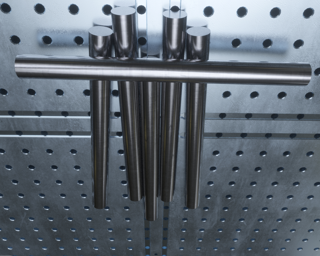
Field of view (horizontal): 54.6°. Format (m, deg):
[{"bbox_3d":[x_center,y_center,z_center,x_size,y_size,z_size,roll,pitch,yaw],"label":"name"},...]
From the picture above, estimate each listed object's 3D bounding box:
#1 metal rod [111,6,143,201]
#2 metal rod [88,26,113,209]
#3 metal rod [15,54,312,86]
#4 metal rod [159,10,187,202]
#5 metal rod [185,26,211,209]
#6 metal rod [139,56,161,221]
[{"bbox_3d":[-0.038,-0.004,0.408,0.025,0.025,0.298,0,130,0],"label":"metal rod"},{"bbox_3d":[-0.081,0.011,0.419,0.025,0.025,0.298,5,130,-5],"label":"metal rod"},{"bbox_3d":[0.005,-0.061,0.327,0.302,0.025,0.025,1,130,-2],"label":"metal rod"},{"bbox_3d":[0.013,-0.002,0.411,0.025,0.025,0.298,0,130,-1],"label":"metal rod"},{"bbox_3d":[0.047,0.012,0.422,0.025,0.025,0.298,-2,130,1],"label":"metal rod"},{"bbox_3d":[-0.013,0.039,0.444,0.025,0.025,0.298,0,131,-1],"label":"metal rod"}]
